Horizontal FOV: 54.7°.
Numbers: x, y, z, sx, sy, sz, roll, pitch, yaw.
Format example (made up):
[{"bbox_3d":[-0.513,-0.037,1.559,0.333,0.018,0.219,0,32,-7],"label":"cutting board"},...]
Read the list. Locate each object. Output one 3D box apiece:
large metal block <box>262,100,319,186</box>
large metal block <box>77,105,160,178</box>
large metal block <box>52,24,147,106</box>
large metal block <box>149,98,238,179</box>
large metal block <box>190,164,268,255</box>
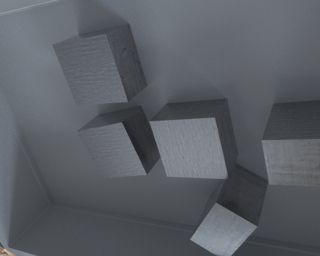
[{"bbox_3d":[0.150,0.012,0.301,0.080,0.080,0.050,-3,117,30],"label":"large metal block"},{"bbox_3d":[-0.055,0.021,0.435,0.080,0.050,0.080,-10,114,32],"label":"large metal block"},{"bbox_3d":[-0.072,-0.076,0.383,0.080,0.050,0.080,-1,118,29],"label":"large metal block"},{"bbox_3d":[0.044,0.014,0.378,0.080,0.050,0.080,-3,117,29],"label":"large metal block"},{"bbox_3d":[0.088,0.104,0.391,0.050,0.080,0.079,29,128,9],"label":"large metal block"}]
